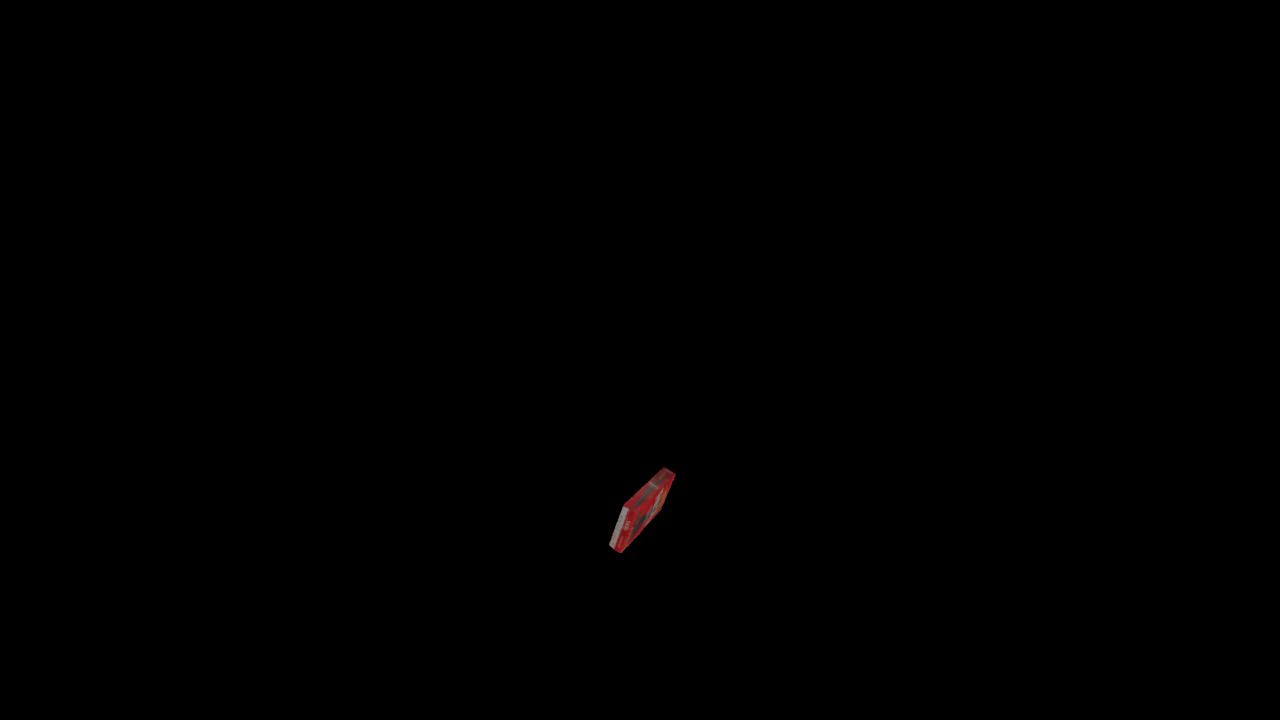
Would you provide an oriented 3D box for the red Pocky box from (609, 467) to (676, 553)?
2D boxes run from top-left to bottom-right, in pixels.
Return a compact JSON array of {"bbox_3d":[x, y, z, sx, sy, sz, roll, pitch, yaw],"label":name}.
[{"bbox_3d":[0.007,0.239,0.996,0.028,0.083,0.155,26,24,18],"label":"red Pocky box"}]
